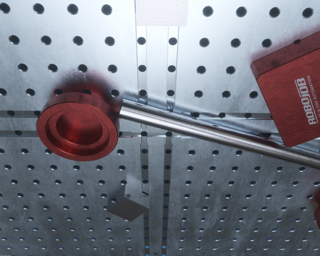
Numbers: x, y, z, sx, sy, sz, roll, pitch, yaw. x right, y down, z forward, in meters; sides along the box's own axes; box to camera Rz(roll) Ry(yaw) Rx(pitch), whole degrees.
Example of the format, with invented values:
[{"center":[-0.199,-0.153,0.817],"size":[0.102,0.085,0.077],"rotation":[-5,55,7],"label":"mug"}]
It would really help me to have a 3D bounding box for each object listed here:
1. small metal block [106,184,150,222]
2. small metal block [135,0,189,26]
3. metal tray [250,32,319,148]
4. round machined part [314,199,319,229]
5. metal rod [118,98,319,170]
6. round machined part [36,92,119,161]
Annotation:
[{"center":[-0.053,0.127,0.519],"size":[0.050,0.025,0.050],"rotation":[33,123,-25],"label":"small metal block"},{"center":[0.002,-0.128,0.302],"size":[0.050,0.025,0.050],"rotation":[0,130,-1],"label":"small metal block"},{"center":[0.176,-0.040,0.375],"size":[0.090,0.030,0.130],"rotation":[-24,127,19],"label":"metal tray"},{"center":[0.309,0.136,0.519],"size":[0.099,0.042,0.097],"rotation":[0,130,0],"label":"round machined part"},{"center":[0.093,0.012,0.422],"size":[0.302,0.025,0.025],"rotation":[15,129,-13],"label":"metal rod"},{"center":[-0.100,-0.006,0.395],"size":[0.099,0.042,0.097],"rotation":[0,130,0],"label":"round machined part"}]
